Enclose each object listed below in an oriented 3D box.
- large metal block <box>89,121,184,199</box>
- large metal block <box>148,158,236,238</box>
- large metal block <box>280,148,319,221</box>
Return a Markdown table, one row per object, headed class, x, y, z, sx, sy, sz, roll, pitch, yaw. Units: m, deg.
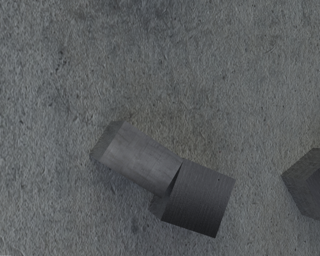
| class | x | y | z | sx | sy | sz | roll | pitch | yaw |
| --- | --- | --- | --- | --- | --- | --- | --- | --- | --- |
| large metal block | -0.031 | 0.034 | 0.368 | 0.080 | 0.080 | 0.050 | 34 | 79 | -17 |
| large metal block | 0.042 | 0.089 | 0.411 | 0.080 | 0.050 | 0.080 | 24 | 82 | -19 |
| large metal block | 0.253 | 0.088 | 0.489 | 0.080 | 0.050 | 0.080 | -34 | 101 | -17 |
